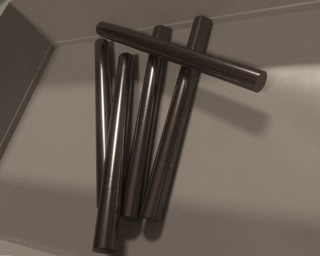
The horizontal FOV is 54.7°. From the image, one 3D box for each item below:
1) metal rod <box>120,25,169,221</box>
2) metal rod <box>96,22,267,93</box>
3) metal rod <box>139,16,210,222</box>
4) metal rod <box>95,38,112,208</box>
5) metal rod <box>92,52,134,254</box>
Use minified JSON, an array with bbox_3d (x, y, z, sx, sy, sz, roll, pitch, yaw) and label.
[{"bbox_3d":[-0.017,-0.026,0.428,0.025,0.025,0.299,-6,59,25],"label":"metal rod"},{"bbox_3d":[0.007,-0.109,0.434,0.300,0.025,0.025,29,78,37],"label":"metal rod"},{"bbox_3d":[0.026,-0.029,0.408,0.025,0.025,0.300,2,62,29],"label":"metal rod"},{"bbox_3d":[-0.084,-0.027,0.464,0.025,0.025,0.299,-20,54,16],"label":"metal rod"},{"bbox_3d":[-0.056,0.008,0.413,0.025,0.025,0.300,-14,51,20],"label":"metal rod"}]
